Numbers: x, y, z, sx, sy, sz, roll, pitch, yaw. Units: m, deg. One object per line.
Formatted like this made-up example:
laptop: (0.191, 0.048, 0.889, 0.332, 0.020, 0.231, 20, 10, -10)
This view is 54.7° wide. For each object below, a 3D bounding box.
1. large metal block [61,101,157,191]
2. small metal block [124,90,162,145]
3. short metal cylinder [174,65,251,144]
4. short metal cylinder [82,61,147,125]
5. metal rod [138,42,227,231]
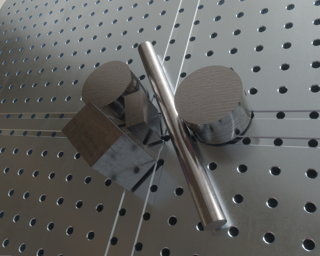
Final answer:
large metal block: (-0.063, 0.023, 0.386, 0.050, 0.080, 0.080, -48, 51, -4)
small metal block: (-0.022, -0.013, 0.406, 0.025, 0.050, 0.050, -19, 54, 17)
short metal cylinder: (0.064, -0.027, 0.371, 0.080, 0.050, 0.080, -13, 56, 21)
short metal cylinder: (-0.066, -0.051, 0.453, 0.080, 0.050, 0.080, -13, 56, 21)
metal rod: (0.016, -0.014, 0.403, 0.025, 0.025, 0.299, -28, 52, 11)
